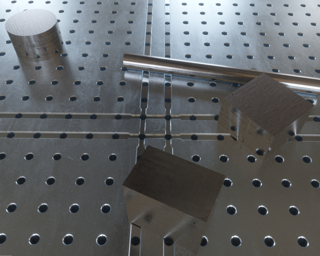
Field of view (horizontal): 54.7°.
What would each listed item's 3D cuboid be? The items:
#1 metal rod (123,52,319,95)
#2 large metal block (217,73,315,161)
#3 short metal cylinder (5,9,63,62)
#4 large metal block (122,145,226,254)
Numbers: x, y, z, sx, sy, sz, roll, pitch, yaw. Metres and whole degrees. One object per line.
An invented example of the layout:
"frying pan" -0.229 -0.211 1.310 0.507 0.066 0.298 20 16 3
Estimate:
"metal rod" 0.092 -0.085 0.480 0.302 0.025 0.025 9 51 7
"large metal block" 0.136 -0.017 0.408 0.081 0.050 0.080 -32 57 -24
"short metal cylinder" -0.209 -0.156 0.520 0.081 0.050 0.080 0 50 0
"large metal block" 0.013 0.073 0.311 0.080 0.080 0.050 21 53 16
